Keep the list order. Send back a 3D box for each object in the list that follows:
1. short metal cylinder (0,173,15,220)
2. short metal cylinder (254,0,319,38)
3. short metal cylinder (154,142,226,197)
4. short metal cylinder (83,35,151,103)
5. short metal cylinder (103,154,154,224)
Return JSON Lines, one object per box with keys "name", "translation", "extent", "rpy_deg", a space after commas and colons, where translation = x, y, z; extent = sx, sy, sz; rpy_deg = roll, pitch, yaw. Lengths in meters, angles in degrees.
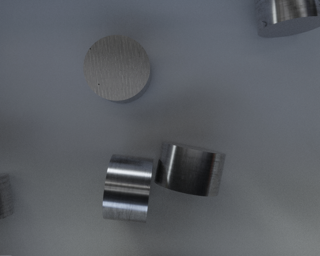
{"name": "short metal cylinder", "translation": [-0.227, 0.089, 0.382], "extent": [0.080, 0.080, 0.050], "rpy_deg": [-9, 90, 0]}
{"name": "short metal cylinder", "translation": [0.161, -0.149, 0.385], "extent": [0.080, 0.080, 0.050], "rpy_deg": [-6, 90, 0]}
{"name": "short metal cylinder", "translation": [0.037, 0.049, 0.384], "extent": [0.080, 0.080, 0.050], "rpy_deg": [11, 90, 0]}
{"name": "short metal cylinder", "translation": [-0.052, -0.073, 0.398], "extent": [0.081, 0.050, 0.080], "rpy_deg": [0, 90, 0]}
{"name": "short metal cylinder", "translation": [-0.037, 0.074, 0.384], "extent": [0.050, 0.080, 0.080], "rpy_deg": [7, 90, 0]}
